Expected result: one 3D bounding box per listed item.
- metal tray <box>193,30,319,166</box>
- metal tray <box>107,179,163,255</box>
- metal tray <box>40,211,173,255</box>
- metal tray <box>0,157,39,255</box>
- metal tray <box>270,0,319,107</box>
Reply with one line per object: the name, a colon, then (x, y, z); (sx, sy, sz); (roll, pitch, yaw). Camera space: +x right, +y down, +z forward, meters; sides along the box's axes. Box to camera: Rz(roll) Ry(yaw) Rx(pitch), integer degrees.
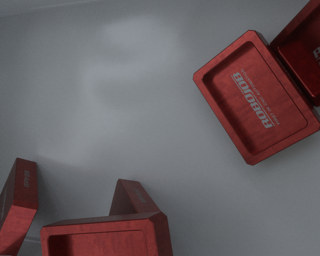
metal tray: (0.109, -0.034, 0.358); (0.090, 0.030, 0.130); (-37, 78, 30)
metal tray: (-0.036, 0.123, 0.370); (0.030, 0.130, 0.089); (13, 94, -18)
metal tray: (-0.051, 0.133, 0.296); (0.130, 0.030, 0.090); (-12, 82, 24)
metal tray: (-0.204, 0.109, 0.434); (0.090, 0.030, 0.130); (-63, 29, 9)
metal tray: (0.175, -0.086, 0.298); (0.030, 0.129, 0.090); (-28, 79, -21)
